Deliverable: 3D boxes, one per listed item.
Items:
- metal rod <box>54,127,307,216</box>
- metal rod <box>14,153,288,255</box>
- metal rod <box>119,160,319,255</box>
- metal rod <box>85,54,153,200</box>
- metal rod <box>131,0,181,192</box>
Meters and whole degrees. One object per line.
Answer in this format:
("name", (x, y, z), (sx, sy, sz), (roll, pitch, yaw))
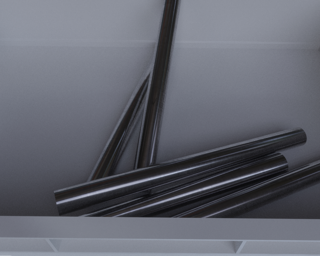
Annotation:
("metal rod", (0.040, 0.041, 0.347), (0.302, 0.025, 0.025), (-12, 51, -20))
("metal rod", (0.003, 0.080, 0.338), (0.302, 0.025, 0.025), (-15, 52, -13))
("metal rod", (0.104, 0.076, 0.342), (0.302, 0.025, 0.025), (-17, 52, -14))
("metal rod", (-0.032, -0.033, 0.432), (0.025, 0.025, 0.300), (13, 51, 10))
("metal rod", (0.000, -0.068, 0.398), (0.025, 0.025, 0.299), (7, 70, 5))
